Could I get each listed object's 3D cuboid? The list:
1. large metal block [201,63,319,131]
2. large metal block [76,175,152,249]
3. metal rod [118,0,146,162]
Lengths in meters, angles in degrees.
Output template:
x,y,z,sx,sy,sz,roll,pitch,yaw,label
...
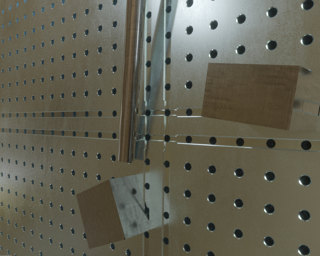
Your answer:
x,y,z,sx,sy,sz,roll,pitch,yaw,label
0.098,-0.029,0.292,0.080,0.081,0.050,12,98,39,large metal block
-0.068,0.121,0.447,0.080,0.050,0.080,-29,72,36,large metal block
-0.036,-0.100,0.419,0.025,0.025,0.298,14,104,39,metal rod
